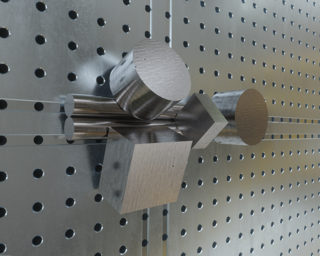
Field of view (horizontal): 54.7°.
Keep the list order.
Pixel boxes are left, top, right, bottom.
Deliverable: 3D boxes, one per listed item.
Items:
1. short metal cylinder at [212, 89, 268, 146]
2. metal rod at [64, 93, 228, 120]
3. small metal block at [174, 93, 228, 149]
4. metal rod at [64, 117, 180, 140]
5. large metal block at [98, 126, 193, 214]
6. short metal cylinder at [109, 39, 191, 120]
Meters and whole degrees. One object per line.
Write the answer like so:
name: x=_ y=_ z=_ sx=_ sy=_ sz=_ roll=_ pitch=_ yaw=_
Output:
short metal cylinder: x=0.113 y=-0.015 z=0.451 sx=0.081 sy=0.050 sz=0.079 roll=0 pitch=90 yaw=-40
metal rod: x=0.020 y=-0.023 z=0.422 sx=0.302 sy=0.025 sz=0.025 roll=1 pitch=90 yaw=-40
small metal block: x=0.051 y=-0.009 z=0.394 sx=0.025 sy=0.050 sz=0.050 roll=1 pitch=47 yaw=-40
metal rod: x=0.020 y=0.002 z=0.422 sx=0.302 sy=0.025 sz=0.025 roll=1 pitch=90 yaw=-40
large metal block: x=-0.017 y=0.044 z=0.356 sx=0.081 sy=0.050 sz=0.079 roll=-1 pitch=111 yaw=-40
short metal cylinder: x=-0.011 y=-0.056 z=0.361 sx=0.080 sy=0.050 sz=0.080 roll=21 pitch=54 yaw=-31
